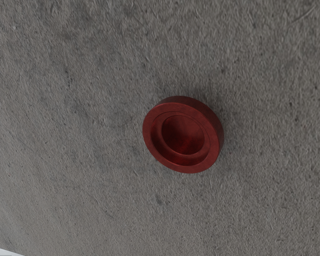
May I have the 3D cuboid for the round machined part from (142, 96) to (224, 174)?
[{"bbox_3d":[0.031,0.005,0.383,0.098,0.042,0.097,13,124,21],"label":"round machined part"}]
